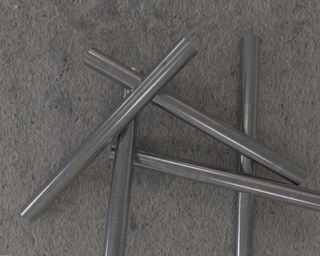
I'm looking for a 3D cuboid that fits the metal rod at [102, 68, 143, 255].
[{"bbox_3d":[-0.046,0.069,0.371,0.025,0.025,0.299,5,75,0],"label":"metal rod"}]

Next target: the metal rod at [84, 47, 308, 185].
[{"bbox_3d":[0.045,-0.013,0.382,0.301,0.025,0.025,30,90,-2],"label":"metal rod"}]

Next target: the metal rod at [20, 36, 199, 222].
[{"bbox_3d":[-0.070,0.011,0.373,0.025,0.025,0.299,45,104,0],"label":"metal rod"}]

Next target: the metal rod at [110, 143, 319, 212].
[{"bbox_3d":[0.084,0.064,0.388,0.301,0.025,0.025,13,90,8],"label":"metal rod"}]

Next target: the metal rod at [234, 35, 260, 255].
[{"bbox_3d":[0.115,0.030,0.410,0.025,0.025,0.298,2,90,0],"label":"metal rod"}]
